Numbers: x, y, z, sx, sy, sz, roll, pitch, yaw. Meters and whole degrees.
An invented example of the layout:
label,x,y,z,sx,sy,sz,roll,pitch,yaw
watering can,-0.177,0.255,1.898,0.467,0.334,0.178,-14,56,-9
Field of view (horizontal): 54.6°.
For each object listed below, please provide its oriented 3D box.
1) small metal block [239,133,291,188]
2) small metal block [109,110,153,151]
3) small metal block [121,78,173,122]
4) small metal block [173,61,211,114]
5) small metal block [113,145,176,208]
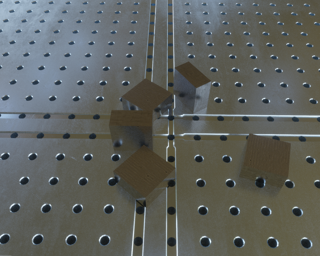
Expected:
label,x,y,z,sx,sy,sz,roll,pitch,yaw
small metal block,0.127,0.039,0.376,0.050,0.025,0.050,14,51,12
small metal block,-0.034,0.004,0.388,0.050,0.050,0.025,1,50,1
small metal block,-0.018,-0.038,0.440,0.050,0.025,0.050,32,57,24
small metal block,0.044,-0.057,0.440,0.025,0.050,0.050,-27,55,-21
small metal block,-0.017,0.055,0.362,0.050,0.025,0.050,34,58,25
